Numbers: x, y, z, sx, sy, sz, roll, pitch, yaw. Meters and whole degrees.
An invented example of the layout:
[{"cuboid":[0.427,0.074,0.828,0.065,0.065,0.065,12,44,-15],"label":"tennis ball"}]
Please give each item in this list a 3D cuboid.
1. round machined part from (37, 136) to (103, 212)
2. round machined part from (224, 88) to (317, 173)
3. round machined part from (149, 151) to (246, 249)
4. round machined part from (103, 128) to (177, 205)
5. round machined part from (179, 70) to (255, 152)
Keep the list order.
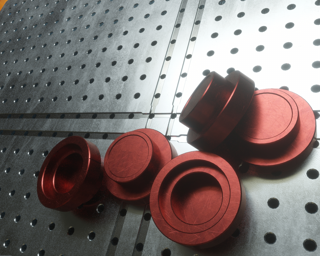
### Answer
[{"cuboid":[-0.114,0.063,0.413,0.098,0.042,0.098,-19,55,29],"label":"round machined part"},{"cuboid":[0.116,-0.004,0.339,0.098,0.042,0.098,-13,56,21],"label":"round machined part"},{"cuboid":[0.042,0.077,0.329,0.098,0.042,0.098,-13,56,21],"label":"round machined part"},{"cuboid":[-0.030,0.043,0.388,0.098,0.042,0.098,-13,56,21],"label":"round machined part"},{"cuboid":[0.057,-0.024,0.347,0.042,0.098,0.098,33,76,-7],"label":"round machined part"}]
